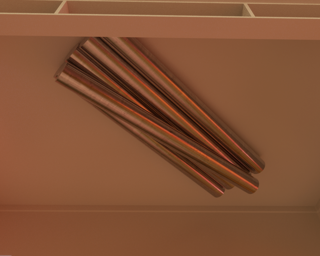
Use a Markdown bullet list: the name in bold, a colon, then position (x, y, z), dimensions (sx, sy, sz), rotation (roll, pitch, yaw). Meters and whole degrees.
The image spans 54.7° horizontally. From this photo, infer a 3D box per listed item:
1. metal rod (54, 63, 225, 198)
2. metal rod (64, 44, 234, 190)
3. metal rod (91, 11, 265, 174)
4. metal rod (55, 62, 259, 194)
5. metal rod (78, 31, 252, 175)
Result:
- **metal rod**: position (-0.009, 0.016, 0.421), dimensions (0.025, 0.025, 0.301), rotation (-36, 122, 26)
- **metal rod**: position (0.006, 0.001, 0.408), dimensions (0.025, 0.025, 0.301), rotation (-36, 122, 26)
- **metal rod**: position (0.041, -0.026, 0.385), dimensions (0.025, 0.025, 0.301), rotation (-36, 122, 26)
- **metal rod**: position (0.015, 0.012, 0.384), dimensions (0.301, 0.025, 0.025), rotation (31, 123, -24)
- **metal rod**: position (0.025, -0.011, 0.398), dimensions (0.025, 0.025, 0.301), rotation (-36, 122, 26)
